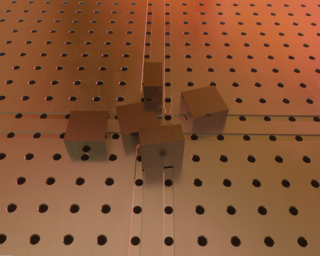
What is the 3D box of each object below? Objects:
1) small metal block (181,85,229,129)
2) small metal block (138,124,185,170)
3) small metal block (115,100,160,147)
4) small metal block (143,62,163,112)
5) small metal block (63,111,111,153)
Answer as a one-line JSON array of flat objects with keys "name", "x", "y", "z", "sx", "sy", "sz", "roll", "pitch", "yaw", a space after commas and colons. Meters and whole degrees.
[{"name": "small metal block", "x": 0.061, "y": -0.030, "z": 0.434, "sx": 0.050, "sy": 0.025, "sz": 0.050, "roll": -13, "pitch": 51, "yaw": -11}, {"name": "small metal block", "x": 0.001, "y": 0.023, "z": 0.372, "sx": 0.050, "sy": 0.050, "sz": 0.025, "roll": -6, "pitch": 51, "yaw": -6}, {"name": "small metal block", "x": -0.029, "y": -0.007, "z": 0.413, "sx": 0.050, "sy": 0.025, "sz": 0.050, "roll": -11, "pitch": 51, "yaw": -10}, {"name": "small metal block", "x": -0.009, "y": -0.058, "z": 0.440, "sx": 0.025, "sy": 0.050, "sz": 0.050, "roll": 0, "pitch": 50, "yaw": -1}, {"name": "small metal block", "x": -0.093, "y": 0.004, "z": 0.403, "sx": 0.050, "sy": 0.025, "sz": 0.050, "roll": 0, "pitch": 50, "yaw": -1}]
